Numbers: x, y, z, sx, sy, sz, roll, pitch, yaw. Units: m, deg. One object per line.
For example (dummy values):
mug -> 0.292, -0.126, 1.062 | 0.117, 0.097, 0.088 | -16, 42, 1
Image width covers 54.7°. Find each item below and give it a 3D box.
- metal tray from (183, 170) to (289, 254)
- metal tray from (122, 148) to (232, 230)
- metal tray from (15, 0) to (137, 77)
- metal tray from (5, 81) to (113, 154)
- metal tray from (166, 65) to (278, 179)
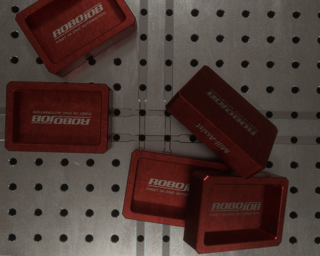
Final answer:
metal tray -> 0.097, 0.102, 0.385 | 0.131, 0.030, 0.089 | 6, 91, -25
metal tray -> 0.022, 0.081, 0.411 | 0.131, 0.030, 0.089 | 9, 90, -1
metal tray -> -0.108, -0.139, 0.409 | 0.130, 0.030, 0.090 | -32, 90, -1
metal tray -> -0.131, -0.014, 0.409 | 0.131, 0.030, 0.089 | 2, 90, -1
metal tray -> 0.080, -0.011, 0.384 | 0.130, 0.090, 0.030 | 42, 133, 0
